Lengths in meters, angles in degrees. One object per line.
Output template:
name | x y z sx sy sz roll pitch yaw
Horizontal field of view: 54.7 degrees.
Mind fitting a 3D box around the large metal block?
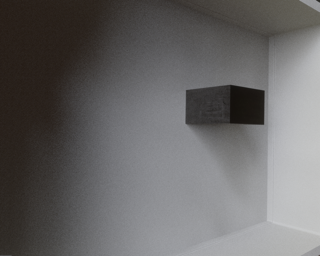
large metal block | 0.095 -0.030 0.453 0.081 0.080 0.050 1 90 -40
